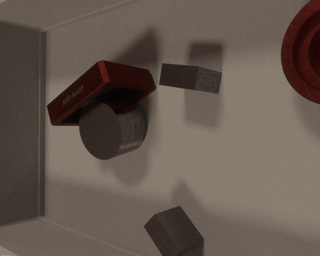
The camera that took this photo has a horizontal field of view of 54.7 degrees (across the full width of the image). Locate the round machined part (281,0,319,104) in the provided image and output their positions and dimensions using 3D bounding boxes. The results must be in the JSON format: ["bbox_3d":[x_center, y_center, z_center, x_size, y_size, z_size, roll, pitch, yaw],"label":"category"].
[{"bbox_3d":[0.159,-0.065,0.261,0.098,0.042,0.097,-1,89,43],"label":"round machined part"}]

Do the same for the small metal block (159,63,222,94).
[{"bbox_3d":[0.036,-0.057,0.360,0.050,0.050,0.025,14,99,39],"label":"small metal block"}]

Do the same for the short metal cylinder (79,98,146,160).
[{"bbox_3d":[-0.067,0.000,0.435,0.080,0.050,0.079,8,104,34],"label":"short metal cylinder"}]

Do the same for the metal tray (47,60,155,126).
[{"bbox_3d":[-0.083,-0.042,0.430,0.130,0.091,0.030,-29,72,36],"label":"metal tray"}]

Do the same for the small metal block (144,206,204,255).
[{"bbox_3d":[0.017,0.127,0.375,0.050,0.050,0.025,52,120,27],"label":"small metal block"}]
